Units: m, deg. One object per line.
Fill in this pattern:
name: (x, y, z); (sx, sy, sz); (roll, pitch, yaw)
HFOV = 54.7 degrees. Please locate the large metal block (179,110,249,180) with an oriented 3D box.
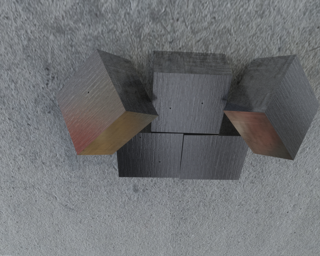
large metal block: (0.067, 0.023, 0.411); (0.081, 0.050, 0.079); (1, 130, -2)

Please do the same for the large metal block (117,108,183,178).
large metal block: (-0.014, 0.020, 0.408); (0.081, 0.050, 0.079); (1, 130, -2)

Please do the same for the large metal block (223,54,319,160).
large metal block: (0.127, -0.023, 0.347); (0.050, 0.080, 0.080); (8, 147, 51)

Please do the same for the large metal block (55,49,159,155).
large metal block: (-0.061, -0.025, 0.341); (0.080, 0.080, 0.050); (-39, 155, 28)

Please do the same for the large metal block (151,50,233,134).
large metal block: (0.032, -0.041, 0.358); (0.081, 0.050, 0.079); (2, 130, -2)
